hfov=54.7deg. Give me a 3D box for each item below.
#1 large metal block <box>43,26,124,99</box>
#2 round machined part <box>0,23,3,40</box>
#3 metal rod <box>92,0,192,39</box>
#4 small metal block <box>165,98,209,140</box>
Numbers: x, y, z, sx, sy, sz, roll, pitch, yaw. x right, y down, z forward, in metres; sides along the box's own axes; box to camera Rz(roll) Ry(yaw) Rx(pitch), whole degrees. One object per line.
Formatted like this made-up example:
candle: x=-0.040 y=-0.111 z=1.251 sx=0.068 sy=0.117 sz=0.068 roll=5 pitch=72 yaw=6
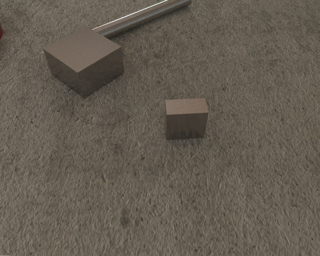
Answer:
large metal block: x=-0.114 y=-0.102 z=0.471 sx=0.080 sy=0.050 sz=0.080 roll=35 pitch=58 yaw=25
round machined part: x=-0.312 y=-0.150 z=0.514 sx=0.099 sy=0.042 sz=0.098 roll=0 pitch=50 yaw=0
metal rod: x=-0.063 y=-0.188 z=0.560 sx=0.302 sy=0.025 sz=0.025 roll=-31 pitch=57 yaw=-24
small metal block: x=0.032 y=-0.011 z=0.397 sx=0.050 sy=0.050 sz=0.025 roll=-3 pitch=50 yaw=-3
